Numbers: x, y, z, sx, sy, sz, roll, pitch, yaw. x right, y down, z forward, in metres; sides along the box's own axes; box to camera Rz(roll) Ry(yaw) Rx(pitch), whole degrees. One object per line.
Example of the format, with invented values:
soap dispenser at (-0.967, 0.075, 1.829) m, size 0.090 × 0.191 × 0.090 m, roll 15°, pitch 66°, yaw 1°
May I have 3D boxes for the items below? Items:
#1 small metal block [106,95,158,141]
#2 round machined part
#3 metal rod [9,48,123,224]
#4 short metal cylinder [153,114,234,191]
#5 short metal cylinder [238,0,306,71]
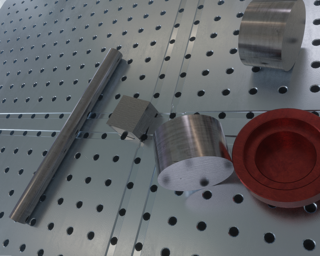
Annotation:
small metal block at (-0.040, -0.015, 0.438) m, size 0.050 × 0.025 × 0.050 m, roll 18°, pitch 71°, yaw 34°
round machined part at (0.126, 0.032, 0.311) m, size 0.098 × 0.042 × 0.098 m, roll -13°, pitch 56°, yaw 21°
metal rod at (-0.137, 0.001, 0.479) m, size 0.025 × 0.025 × 0.300 m, roll 14°, pitch 69°, yaw 33°
short metal cylinder at (0.034, 0.029, 0.337) m, size 0.080 × 0.080 × 0.050 m, roll -20°, pitch 54°, yaw 16°
short metal cylinder at (0.135, -0.112, 0.371) m, size 0.050 × 0.080 × 0.080 m, roll 17°, pitch 71°, yaw 35°
